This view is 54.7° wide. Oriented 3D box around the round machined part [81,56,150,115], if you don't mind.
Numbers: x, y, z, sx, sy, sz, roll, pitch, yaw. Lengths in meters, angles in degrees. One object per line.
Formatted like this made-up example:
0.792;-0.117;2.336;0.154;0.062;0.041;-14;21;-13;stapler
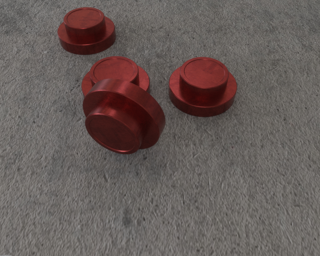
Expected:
-0.064;-0.067;0.448;0.099;0.042;0.098;0;50;0;round machined part

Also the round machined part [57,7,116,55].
-0.128;-0.173;0.537;0.099;0.042;0.098;0;50;0;round machined part

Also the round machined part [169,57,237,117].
0.062;-0.066;0.448;0.099;0.042;0.098;0;50;0;round machined part

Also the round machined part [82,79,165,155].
-0.047;-0.006;0.361;0.098;0.097;0.042;17;52;13;round machined part
